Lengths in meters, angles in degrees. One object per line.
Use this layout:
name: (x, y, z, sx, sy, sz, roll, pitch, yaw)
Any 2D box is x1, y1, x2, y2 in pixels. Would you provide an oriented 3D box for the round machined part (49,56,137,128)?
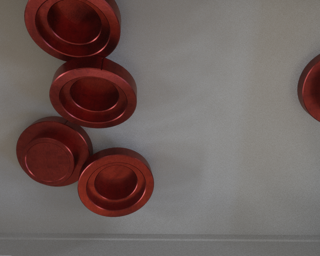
round machined part: (-0.077, -0.046, 0.370, 0.099, 0.042, 0.097, -2, 140, -1)

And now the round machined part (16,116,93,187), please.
round machined part: (-0.143, 0.037, 0.414, 0.099, 0.042, 0.097, 0, 110, 0)

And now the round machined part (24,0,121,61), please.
round machined part: (-0.092, -0.122, 0.341, 0.099, 0.042, 0.098, -2, 143, -1)

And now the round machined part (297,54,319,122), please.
round machined part: (0.227, -0.048, 0.382, 0.099, 0.042, 0.097, 2, 110, 4)

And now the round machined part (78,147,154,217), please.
round machined part: (-0.060, 0.069, 0.421, 0.099, 0.042, 0.097, -4, 115, -9)
